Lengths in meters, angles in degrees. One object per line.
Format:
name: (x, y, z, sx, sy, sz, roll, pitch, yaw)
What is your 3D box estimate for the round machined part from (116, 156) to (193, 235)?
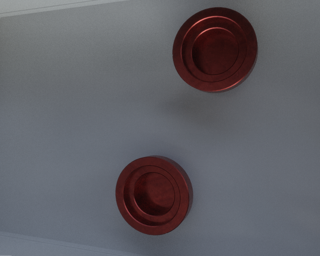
round machined part: (-0.004, 0.084, 0.403, 0.098, 0.042, 0.097, 0, 90, 20)

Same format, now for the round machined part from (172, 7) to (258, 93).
round machined part: (0.068, -0.091, 0.377, 0.098, 0.042, 0.097, 0, 90, 20)
